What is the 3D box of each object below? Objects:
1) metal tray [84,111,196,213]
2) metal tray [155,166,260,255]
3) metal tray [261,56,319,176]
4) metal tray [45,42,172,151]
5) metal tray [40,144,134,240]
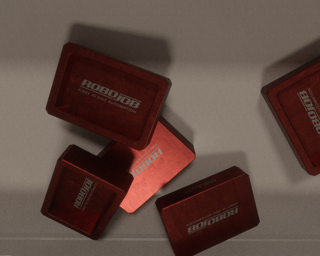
[{"bbox_3d":[-0.028,0.046,0.425,0.130,0.030,0.090,-43,105,14],"label":"metal tray"},{"bbox_3d":[0.069,0.119,0.436,0.131,0.030,0.089,-21,110,-9],"label":"metal tray"},{"bbox_3d":[0.201,-0.015,0.395,0.090,0.030,0.130,-30,99,10],"label":"metal tray"},{"bbox_3d":[-0.062,-0.038,0.373,0.131,0.030,0.089,22,103,5],"label":"metal tray"},{"bbox_3d":[-0.100,0.090,0.411,0.090,0.030,0.129,28,128,-4],"label":"metal tray"}]
